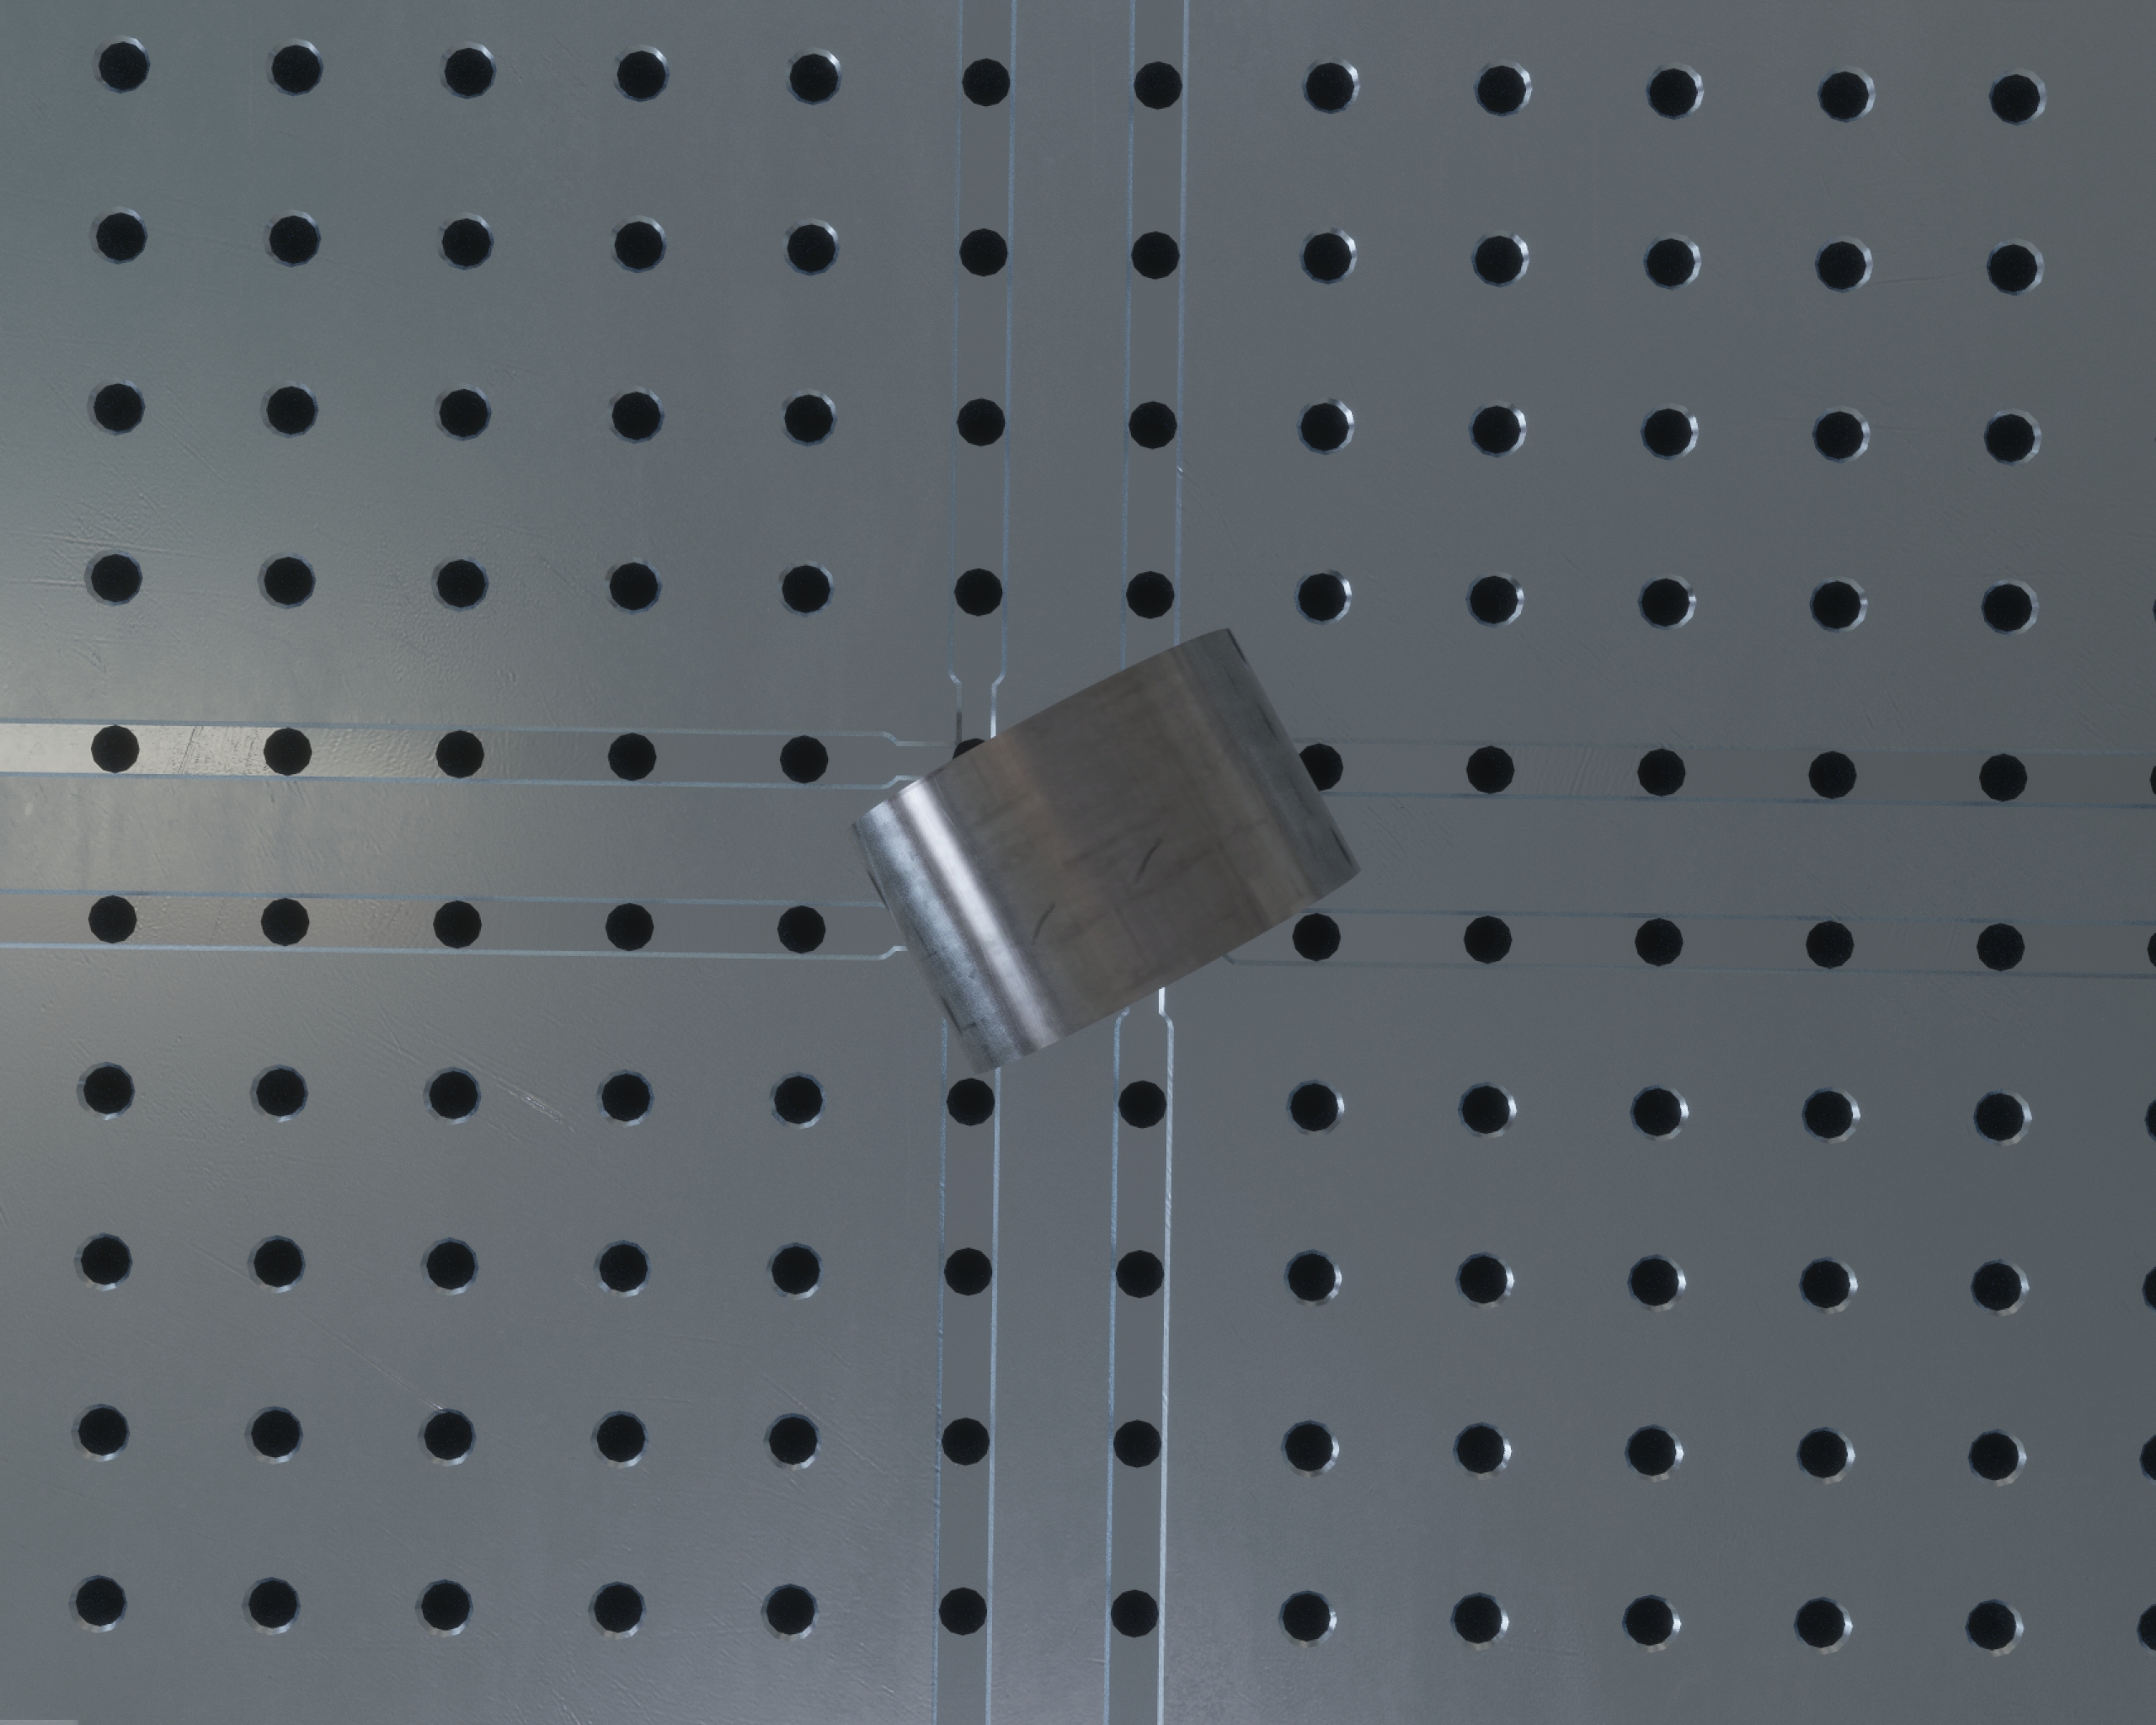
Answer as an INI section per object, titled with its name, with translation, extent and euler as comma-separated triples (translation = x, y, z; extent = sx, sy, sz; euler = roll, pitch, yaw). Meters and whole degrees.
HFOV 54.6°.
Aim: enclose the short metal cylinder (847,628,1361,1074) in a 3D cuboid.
[short metal cylinder]
translation = 0.005, -0.002, 0.385
extent = 0.080, 0.080, 0.050
euler = -28, 89, 0
